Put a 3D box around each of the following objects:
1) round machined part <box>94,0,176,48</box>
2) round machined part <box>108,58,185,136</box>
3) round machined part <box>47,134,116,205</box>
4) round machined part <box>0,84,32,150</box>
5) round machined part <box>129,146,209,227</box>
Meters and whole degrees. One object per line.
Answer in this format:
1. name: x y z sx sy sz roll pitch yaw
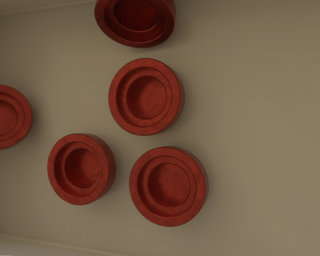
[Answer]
1. round machined part: -0.029 -0.149 0.388 0.098 0.098 0.042 -4 62 20
2. round machined part: -0.014 -0.039 0.406 0.098 0.042 0.097 0 90 20
3. round machined part: -0.106 0.056 0.439 0.098 0.042 0.097 0 90 20
4. round machined part: -0.247 -0.014 0.471 0.099 0.042 0.098 4 79 -21
5. round machined part: 0.014 0.072 0.396 0.098 0.042 0.097 0 90 20
